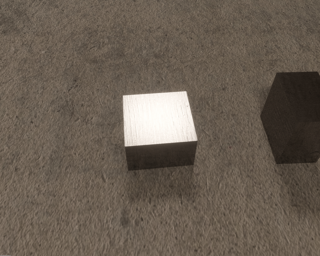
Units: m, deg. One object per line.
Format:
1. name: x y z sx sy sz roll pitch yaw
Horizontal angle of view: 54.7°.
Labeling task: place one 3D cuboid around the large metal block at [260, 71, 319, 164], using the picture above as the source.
1. large metal block: 0.168 -0.012 0.380 0.050 0.080 0.080 -2 50 -2

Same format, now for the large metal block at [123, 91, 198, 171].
1. large metal block: -0.003 0.003 0.385 0.081 0.050 0.080 -4 50 -4
